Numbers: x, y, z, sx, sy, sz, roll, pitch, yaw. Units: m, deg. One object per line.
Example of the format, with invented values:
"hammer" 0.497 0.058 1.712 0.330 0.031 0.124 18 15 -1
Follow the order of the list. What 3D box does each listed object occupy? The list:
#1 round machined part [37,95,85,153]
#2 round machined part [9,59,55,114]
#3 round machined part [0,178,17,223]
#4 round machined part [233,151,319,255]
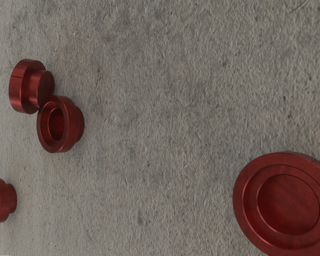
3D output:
"round machined part" -0.167 -0.006 0.532 0.098 0.042 0.097 0 90 40
"round machined part" -0.223 -0.072 0.555 0.042 0.098 0.097 10 98 4
"round machined part" -0.353 0.160 0.686 0.098 0.042 0.097 0 90 40
"round machined part" 0.123 0.070 0.292 0.098 0.042 0.097 0 90 40
